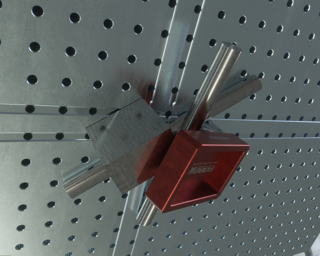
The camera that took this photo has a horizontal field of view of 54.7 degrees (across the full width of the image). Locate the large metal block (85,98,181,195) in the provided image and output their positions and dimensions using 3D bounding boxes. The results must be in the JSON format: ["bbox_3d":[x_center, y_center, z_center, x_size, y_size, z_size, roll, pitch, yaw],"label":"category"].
[{"bbox_3d":[-0.033,0.019,0.370,0.080,0.080,0.050,-30,129,-10],"label":"large metal block"}]

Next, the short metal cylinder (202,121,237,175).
[{"bbox_3d":[0.066,0.034,0.453,0.081,0.050,0.079,-14,125,-21],"label":"short metal cylinder"}]

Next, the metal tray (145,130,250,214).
[{"bbox_3d":[0.050,0.050,0.377,0.131,0.030,0.089,5,118,-52],"label":"metal tray"}]

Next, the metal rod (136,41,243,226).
[{"bbox_3d":[0.027,0.028,0.415,0.025,0.025,0.298,4,126,-31],"label":"metal rod"}]

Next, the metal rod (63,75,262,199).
[{"bbox_3d":[0.011,0.007,0.424,0.301,0.025,0.025,-30,129,-10],"label":"metal rod"}]
